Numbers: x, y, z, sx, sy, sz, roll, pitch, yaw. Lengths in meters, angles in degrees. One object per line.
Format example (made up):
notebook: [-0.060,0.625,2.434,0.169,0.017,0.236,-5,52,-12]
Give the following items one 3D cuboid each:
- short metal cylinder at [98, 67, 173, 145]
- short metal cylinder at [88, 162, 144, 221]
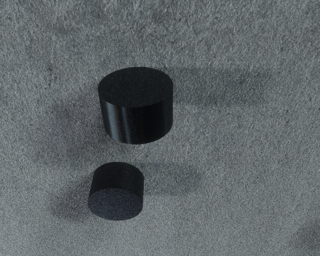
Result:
short metal cylinder: [-0.026,-0.027,0.348,0.080,0.080,0.050,-1,130,0]
short metal cylinder: [-0.065,0.097,0.473,0.081,0.050,0.079,0,130,0]
